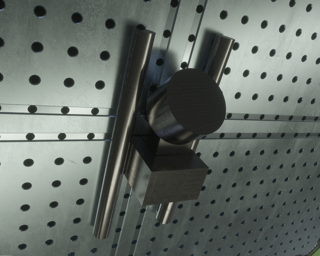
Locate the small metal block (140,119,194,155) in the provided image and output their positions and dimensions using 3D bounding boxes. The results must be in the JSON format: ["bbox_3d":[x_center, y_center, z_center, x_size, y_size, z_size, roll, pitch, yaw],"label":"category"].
[{"bbox_3d":[0.009,0.011,0.406,0.050,0.050,0.025,1,118,-30],"label":"small metal block"}]

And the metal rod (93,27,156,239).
[{"bbox_3d":[-0.052,0.025,0.398,0.025,0.025,0.298,1,118,-29],"label":"metal rod"}]

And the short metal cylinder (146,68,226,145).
[{"bbox_3d":[0.031,-0.024,0.369,0.081,0.050,0.080,9,70,-27],"label":"short metal cylinder"}]

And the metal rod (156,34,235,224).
[{"bbox_3d":[0.044,0.017,0.446,0.025,0.025,0.298,2,118,-29],"label":"metal rod"}]

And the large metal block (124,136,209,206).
[{"bbox_3d":[0.003,0.052,0.406,0.081,0.080,0.050,1,118,-29],"label":"large metal block"}]
